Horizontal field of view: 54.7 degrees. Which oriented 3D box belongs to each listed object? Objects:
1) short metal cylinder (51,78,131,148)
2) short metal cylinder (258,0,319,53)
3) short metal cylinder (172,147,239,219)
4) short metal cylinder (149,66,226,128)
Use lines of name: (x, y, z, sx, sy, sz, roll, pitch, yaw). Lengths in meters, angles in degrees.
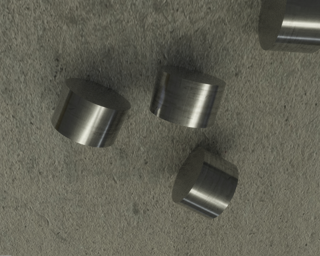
short metal cylinder: (-0.082, -0.019, 0.372, 0.080, 0.080, 0.050, 24, 108, -9)
short metal cylinder: (0.145, -0.123, 0.336, 0.050, 0.080, 0.079, 3, 110, -1)
short metal cylinder: (0.058, 0.072, 0.407, 0.050, 0.080, 0.080, 28, 108, -10)
short metal cylinder: (0.032, -0.039, 0.366, 0.080, 0.080, 0.050, 12, 110, -5)
